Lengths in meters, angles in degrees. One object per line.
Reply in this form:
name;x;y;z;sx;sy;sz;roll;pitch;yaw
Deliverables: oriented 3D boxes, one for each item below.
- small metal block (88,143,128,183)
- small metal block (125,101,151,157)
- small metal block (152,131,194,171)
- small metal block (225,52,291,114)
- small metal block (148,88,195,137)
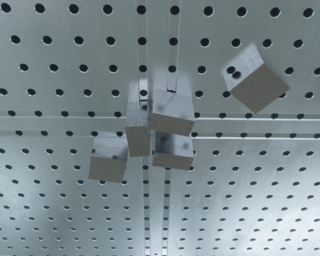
small metal block;-0.076;0.053;0.456;0.050;0.025;0.050;10;130;-8
small metal block;-0.027;0.001;0.396;0.025;0.050;0.050;-3;130;2
small metal block;0.016;0.027;0.418;0.050;0.050;0.025;9;130;-7
small metal block;0.115;-0.052;0.368;0.050;0.025;0.050;34;122;-25
small metal block;0.013;-0.019;0.379;0.050;0.050;0.025;11;129;-9
